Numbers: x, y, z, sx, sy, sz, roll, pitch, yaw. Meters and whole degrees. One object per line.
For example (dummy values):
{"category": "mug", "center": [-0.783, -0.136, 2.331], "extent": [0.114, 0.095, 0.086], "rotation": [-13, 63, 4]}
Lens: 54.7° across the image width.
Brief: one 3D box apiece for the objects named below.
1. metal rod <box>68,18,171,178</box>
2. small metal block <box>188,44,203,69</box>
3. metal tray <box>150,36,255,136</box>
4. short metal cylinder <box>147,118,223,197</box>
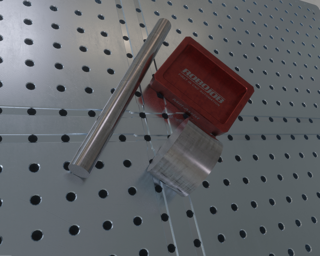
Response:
{"category": "metal rod", "center": [-0.040, -0.063, 0.424], "extent": [0.025, 0.025, 0.300], "rotation": [30, 52, -9]}
{"category": "small metal block", "center": [0.063, -0.106, 0.507], "extent": [0.050, 0.025, 0.050], "rotation": [43, 51, 1]}
{"category": "metal tray", "center": [0.063, -0.061, 0.457], "extent": [0.130, 0.030, 0.090], "rotation": [38, 71, -3]}
{"category": "short metal cylinder", "center": [0.029, 0.034, 0.368], "extent": [0.050, 0.080, 0.080], "rotation": [38, 51, -3]}
